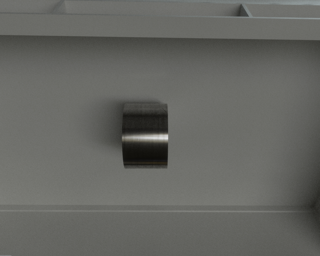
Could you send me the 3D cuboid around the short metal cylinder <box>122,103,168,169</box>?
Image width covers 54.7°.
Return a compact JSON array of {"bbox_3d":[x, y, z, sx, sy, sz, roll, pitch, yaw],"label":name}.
[{"bbox_3d":[-0.017,0.010,0.378,0.050,0.080,0.079,0,130,-1],"label":"short metal cylinder"}]
